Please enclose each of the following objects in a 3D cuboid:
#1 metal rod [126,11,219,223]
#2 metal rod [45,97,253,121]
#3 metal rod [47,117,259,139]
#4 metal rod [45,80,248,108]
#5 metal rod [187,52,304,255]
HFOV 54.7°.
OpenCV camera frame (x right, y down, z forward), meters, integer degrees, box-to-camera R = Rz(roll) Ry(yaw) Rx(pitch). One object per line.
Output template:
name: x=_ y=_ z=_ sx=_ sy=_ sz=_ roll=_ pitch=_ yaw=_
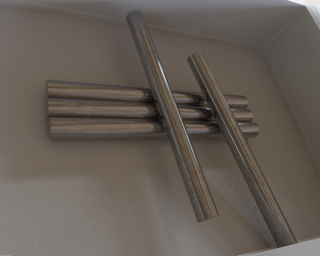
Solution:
metal rod: x=0.008 y=-0.031 z=0.396 sx=0.025 sy=0.025 sz=0.299 roll=-5 pitch=64 yaw=-31
metal rod: x=0.006 y=-0.020 z=0.421 sx=0.303 sy=0.025 sz=0.025 roll=1 pitch=62 yaw=-28
metal rod: x=0.012 y=0.002 z=0.411 sx=0.303 sy=0.025 sz=0.025 roll=1 pitch=62 yaw=-28
metal rod: x=0.001 y=-0.042 z=0.432 sx=0.303 sy=0.025 sz=0.025 roll=1 pitch=62 yaw=-28
metal rod: x=0.110 y=0.031 z=0.421 sx=0.025 sy=0.025 sz=0.299 roll=-17 pitch=78 yaw=-35
